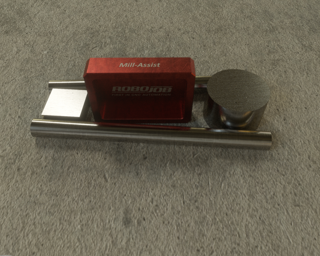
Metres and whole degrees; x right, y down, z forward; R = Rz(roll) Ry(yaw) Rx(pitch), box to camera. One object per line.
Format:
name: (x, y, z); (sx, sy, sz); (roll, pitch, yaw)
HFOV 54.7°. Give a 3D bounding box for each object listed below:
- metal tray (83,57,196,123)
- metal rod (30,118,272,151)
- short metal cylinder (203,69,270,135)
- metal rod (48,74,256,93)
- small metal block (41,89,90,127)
metal tray: (-0.024, -0.046, 0.399); (0.131, 0.090, 0.030); (0, 50, 0)
metal rod: (-0.013, 0.008, 0.398); (0.302, 0.025, 0.025); (3, 50, 2)
short metal cylinder: (0.101, -0.034, 0.417); (0.081, 0.050, 0.080); (0, 50, 0)
metal rod: (-0.008, -0.062, 0.457); (0.302, 0.025, 0.025); (-2, 50, -2)
small metal block: (-0.127, -0.027, 0.427); (0.050, 0.025, 0.050); (3, 50, 3)
